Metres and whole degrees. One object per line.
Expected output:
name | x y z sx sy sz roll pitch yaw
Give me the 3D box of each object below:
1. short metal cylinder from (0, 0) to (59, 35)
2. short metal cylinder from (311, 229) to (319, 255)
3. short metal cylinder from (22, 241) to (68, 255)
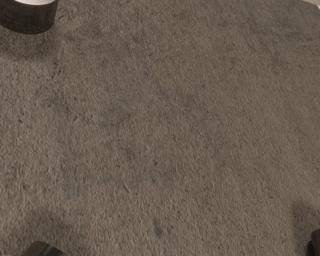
short metal cylinder | -0.174 -0.168 0.397 0.081 0.050 0.080 14 56 -21
short metal cylinder | 0.244 0.165 0.402 0.080 0.080 0.050 21 54 -16
short metal cylinder | -0.085 0.135 0.241 0.080 0.080 0.050 39 51 -2
